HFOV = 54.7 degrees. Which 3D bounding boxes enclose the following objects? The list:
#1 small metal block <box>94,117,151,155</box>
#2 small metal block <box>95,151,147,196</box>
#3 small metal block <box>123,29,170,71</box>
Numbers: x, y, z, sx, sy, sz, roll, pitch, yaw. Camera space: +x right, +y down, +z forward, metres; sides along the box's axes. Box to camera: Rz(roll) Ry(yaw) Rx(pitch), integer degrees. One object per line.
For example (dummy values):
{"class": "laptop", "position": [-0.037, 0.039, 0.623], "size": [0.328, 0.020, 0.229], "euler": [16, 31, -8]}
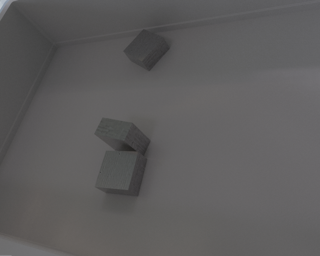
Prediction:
{"class": "small metal block", "position": [-0.049, 0.012, 0.408], "size": [0.050, 0.050, 0.025], "euler": [10, 67, 32]}
{"class": "small metal block", "position": [-0.049, 0.057, 0.397], "size": [0.050, 0.025, 0.050], "euler": [-1, 61, 28]}
{"class": "small metal block", "position": [-0.022, -0.125, 0.494], "size": [0.050, 0.025, 0.050], "euler": [-49, 51, -6]}
